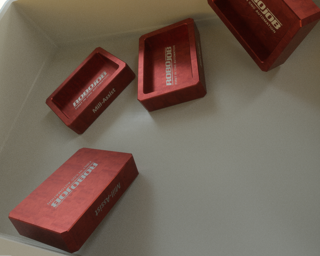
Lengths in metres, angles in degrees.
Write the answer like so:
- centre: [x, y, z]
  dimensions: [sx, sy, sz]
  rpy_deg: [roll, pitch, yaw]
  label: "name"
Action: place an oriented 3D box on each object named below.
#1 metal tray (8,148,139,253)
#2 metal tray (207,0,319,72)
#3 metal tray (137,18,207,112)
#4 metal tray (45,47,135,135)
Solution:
- centre: [-0.096, 0.076, 0.368]
  dimensions: [0.090, 0.030, 0.131]
  rpy_deg: [4, 34, 30]
  label: "metal tray"
- centre: [0.113, -0.142, 0.362]
  dimensions: [0.030, 0.090, 0.130]
  rpy_deg: [-27, 73, -17]
  label: "metal tray"
- centre: [0.015, -0.094, 0.452]
  dimensions: [0.090, 0.030, 0.130]
  rpy_deg: [-14, 56, 20]
  label: "metal tray"
- centre: [-0.114, -0.063, 0.501]
  dimensions: [0.130, 0.030, 0.090]
  rpy_deg: [-48, 51, -6]
  label: "metal tray"
